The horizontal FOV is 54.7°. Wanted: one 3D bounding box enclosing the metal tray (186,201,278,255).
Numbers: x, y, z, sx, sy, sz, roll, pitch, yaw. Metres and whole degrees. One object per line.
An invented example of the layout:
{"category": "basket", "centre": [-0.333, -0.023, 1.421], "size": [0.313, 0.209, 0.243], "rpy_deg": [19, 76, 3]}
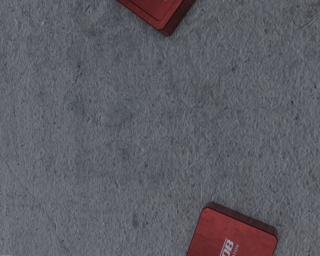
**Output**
{"category": "metal tray", "centre": [0.078, 0.168, 0.379], "size": [0.090, 0.030, 0.129], "rpy_deg": [20, 97, 18]}

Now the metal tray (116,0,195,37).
{"category": "metal tray", "centre": [-0.015, -0.195, 0.411], "size": [0.130, 0.030, 0.090], "rpy_deg": [40, 103, 15]}
